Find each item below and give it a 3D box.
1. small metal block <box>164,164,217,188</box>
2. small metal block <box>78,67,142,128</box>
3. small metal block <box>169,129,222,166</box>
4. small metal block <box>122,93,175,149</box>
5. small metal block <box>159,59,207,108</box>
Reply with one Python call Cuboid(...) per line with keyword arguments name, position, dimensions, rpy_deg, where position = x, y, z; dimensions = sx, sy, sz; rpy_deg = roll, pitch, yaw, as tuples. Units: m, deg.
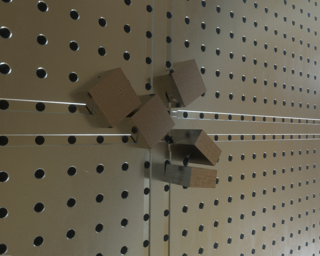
Cuboid(name="small metal block", position=(0.042, 0.066, 0.427), dimensions=(0.050, 0.050, 0.025), rpy_deg=(11, 83, -39))
Cuboid(name="small metal block", position=(-0.057, -0.035, 0.360), dimensions=(0.050, 0.025, 0.050), rpy_deg=(-45, 117, -31))
Cuboid(name="small metal block", position=(0.049, 0.027, 0.433), dimensions=(0.050, 0.050, 0.025), rpy_deg=(45, 63, -31))
Cuboid(name="small metal block", position=(-0.015, -0.009, 0.396), dimensions=(0.050, 0.025, 0.050), rpy_deg=(-46, 117, -30))
Cuboid(name="small metal block", position=(0.033, -0.062, 0.436), dimensions=(0.050, 0.025, 0.050), rpy_deg=(-38, 113, -33))
